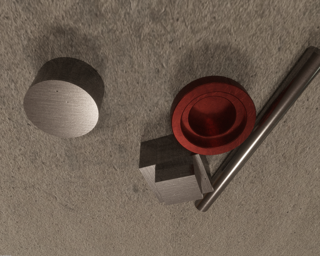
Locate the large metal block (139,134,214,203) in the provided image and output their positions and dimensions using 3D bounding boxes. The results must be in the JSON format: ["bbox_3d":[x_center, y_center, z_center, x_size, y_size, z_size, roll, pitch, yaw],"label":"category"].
[{"bbox_3d":[0.024,0.055,0.438,0.080,0.050,0.080,-15,129,12],"label":"large metal block"}]

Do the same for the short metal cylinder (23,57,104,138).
[{"bbox_3d":[-0.108,-0.035,0.360,0.081,0.050,0.079,0,130,0],"label":"short metal cylinder"}]

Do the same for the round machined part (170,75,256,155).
[{"bbox_3d":[0.061,-0.018,0.375,0.099,0.042,0.097,-1,121,-2],"label":"round machined part"}]

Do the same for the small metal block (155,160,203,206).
[{"bbox_3d":[0.025,0.072,0.404,0.050,0.025,0.050,-13,129,10],"label":"small metal block"}]

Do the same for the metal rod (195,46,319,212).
[{"bbox_3d":[0.122,0.023,0.428,0.025,0.025,0.298,16,128,-14],"label":"metal rod"}]
